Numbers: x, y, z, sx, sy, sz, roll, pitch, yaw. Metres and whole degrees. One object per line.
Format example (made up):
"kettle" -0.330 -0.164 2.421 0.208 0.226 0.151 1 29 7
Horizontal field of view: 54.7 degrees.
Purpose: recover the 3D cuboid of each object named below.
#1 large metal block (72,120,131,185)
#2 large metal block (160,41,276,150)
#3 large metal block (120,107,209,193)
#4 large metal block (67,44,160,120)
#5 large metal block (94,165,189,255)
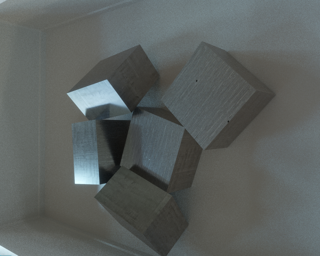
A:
"large metal block" -0.070 0.031 0.425 0.050 0.081 0.080 -7 86 39
"large metal block" 0.060 -0.033 0.337 0.080 0.050 0.080 51 120 27
"large metal block" 0.004 0.024 0.385 0.080 0.050 0.079 24 105 37
"large metal block" -0.060 -0.058 0.409 0.080 0.080 0.050 -10 126 40
"large metal block" -0.020 0.102 0.376 0.080 0.080 0.050 25 63 35
